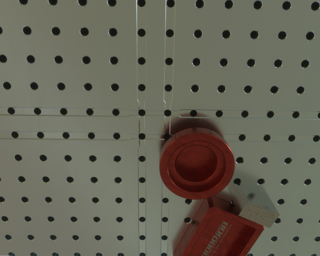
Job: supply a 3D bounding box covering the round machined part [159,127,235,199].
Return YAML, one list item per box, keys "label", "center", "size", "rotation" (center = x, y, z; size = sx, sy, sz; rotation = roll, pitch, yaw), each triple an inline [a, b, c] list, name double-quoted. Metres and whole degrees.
- label: "round machined part"
  center: [0.048, 0.044, 0.422]
  size: [0.099, 0.042, 0.097]
  rotation: [0, 110, -1]

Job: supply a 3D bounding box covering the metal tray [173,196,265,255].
- label: "metal tray"
  center: [0.087, 0.177, 0.477]
  size: [0.090, 0.030, 0.129]
  rotation: [22, 108, -9]

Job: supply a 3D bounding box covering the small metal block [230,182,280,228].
- label: "small metal block"
  center: [0.134, 0.109, 0.442]
  size: [0.050, 0.050, 0.025]
  rotation: [24, 108, -9]
